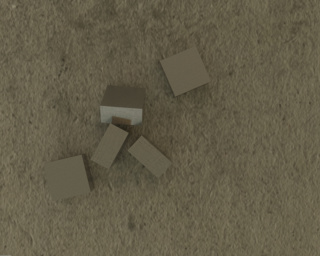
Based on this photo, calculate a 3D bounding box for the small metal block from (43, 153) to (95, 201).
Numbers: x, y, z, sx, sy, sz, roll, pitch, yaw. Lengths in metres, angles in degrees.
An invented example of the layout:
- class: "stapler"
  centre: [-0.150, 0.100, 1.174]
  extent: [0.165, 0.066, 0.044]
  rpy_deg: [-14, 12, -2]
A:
- class: "small metal block"
  centre: [-0.119, 0.064, 0.408]
  extent: [0.050, 0.025, 0.050]
  rpy_deg: [-13, 90, -1]

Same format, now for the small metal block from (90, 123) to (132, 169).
- class: "small metal block"
  centre: [-0.061, 0.022, 0.397]
  extent: [0.025, 0.050, 0.050]
  rpy_deg: [28, 90, -1]

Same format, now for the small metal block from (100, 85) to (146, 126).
- class: "small metal block"
  centre: [-0.046, -0.030, 0.394]
  extent: [0.050, 0.050, 0.025]
  rpy_deg: [4, 127, -1]

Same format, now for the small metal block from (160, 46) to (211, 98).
- class: "small metal block"
  centre: [0.033, -0.073, 0.410]
  extent: [0.050, 0.025, 0.050]
  rpy_deg: [-23, 90, -1]

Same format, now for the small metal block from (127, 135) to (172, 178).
- class: "small metal block"
  centre: [-0.012, 0.035, 0.397]
  extent: [0.050, 0.050, 0.025]
  rpy_deg: [42, 90, -1]
